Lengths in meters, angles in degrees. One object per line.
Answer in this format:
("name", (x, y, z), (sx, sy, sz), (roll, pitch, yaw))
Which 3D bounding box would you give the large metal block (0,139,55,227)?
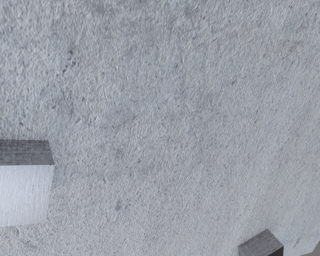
("large metal block", (-0.166, 0.059, 0.337), (0.081, 0.050, 0.079), (3, 117, -30))

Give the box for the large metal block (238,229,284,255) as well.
("large metal block", (0.225, 0.285, 0.690), (0.081, 0.050, 0.080), (-24, 128, -14))
